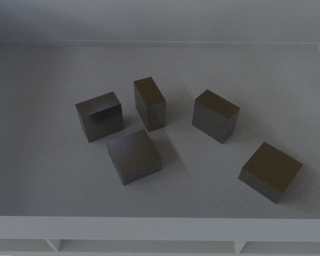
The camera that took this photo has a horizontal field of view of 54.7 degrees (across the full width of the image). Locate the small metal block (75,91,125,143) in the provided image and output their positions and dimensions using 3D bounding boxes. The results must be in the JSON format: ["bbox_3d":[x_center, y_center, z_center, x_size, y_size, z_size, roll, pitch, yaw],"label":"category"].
[{"bbox_3d":[-0.076,-0.014,0.399,0.050,0.050,0.025,-22,54,-18],"label":"small metal block"}]

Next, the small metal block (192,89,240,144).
[{"bbox_3d":[0.071,-0.014,0.402,0.050,0.050,0.025,35,58,25],"label":"small metal block"}]

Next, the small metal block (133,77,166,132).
[{"bbox_3d":[-0.014,-0.032,0.415,0.025,0.050,0.050,-18,53,-15],"label":"small metal block"}]

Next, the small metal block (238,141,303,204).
[{"bbox_3d":[0.129,0.051,0.364,0.050,0.025,0.050,34,58,25],"label":"small metal block"}]

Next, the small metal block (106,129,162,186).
[{"bbox_3d":[-0.031,0.034,0.376,0.050,0.025,0.050,-20,53,-17],"label":"small metal block"}]
